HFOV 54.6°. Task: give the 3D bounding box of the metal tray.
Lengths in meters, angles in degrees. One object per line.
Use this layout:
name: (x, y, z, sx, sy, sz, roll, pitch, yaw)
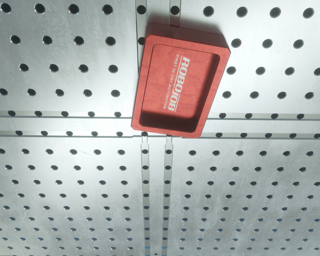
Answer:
metal tray: (0.019, -0.049, 0.366, 0.091, 0.030, 0.129, 8, 130, -7)
